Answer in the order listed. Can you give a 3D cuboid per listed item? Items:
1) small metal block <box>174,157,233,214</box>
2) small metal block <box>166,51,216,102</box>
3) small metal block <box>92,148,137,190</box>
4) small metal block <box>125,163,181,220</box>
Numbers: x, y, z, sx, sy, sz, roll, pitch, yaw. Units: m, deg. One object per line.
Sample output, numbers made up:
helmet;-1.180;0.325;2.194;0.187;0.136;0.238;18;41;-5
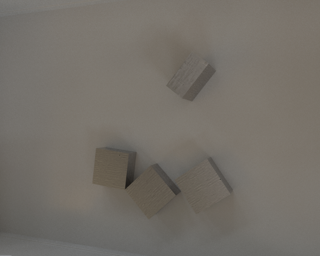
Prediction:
small metal block;0.055;0.072;0.391;0.050;0.025;0.050;-36;79;16
small metal block;0.040;-0.062;0.383;0.025;0.050;0.050;41;103;15
small metal block;-0.063;0.055;0.432;0.050;0.025;0.050;7;92;19
small metal block;-0.009;0.084;0.413;0.050;0.025;0.050;-45;77;14
